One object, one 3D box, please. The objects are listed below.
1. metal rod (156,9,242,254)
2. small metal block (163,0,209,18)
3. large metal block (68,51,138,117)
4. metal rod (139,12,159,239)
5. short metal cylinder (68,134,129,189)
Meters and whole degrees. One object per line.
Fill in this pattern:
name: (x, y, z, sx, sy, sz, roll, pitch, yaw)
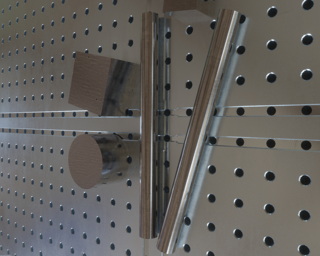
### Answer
metal rod: (0.043, 0.013, 0.372, 0.025, 0.025, 0.298, 23, 104, 37)
small metal block: (0.033, -0.166, 0.380, 0.050, 0.025, 0.050, 12, 98, 39)
large metal block: (-0.087, -0.066, 0.462, 0.080, 0.050, 0.079, 20, 102, 38)
metal rod: (-0.015, -0.003, 0.419, 0.025, 0.025, 0.298, 1, 90, 39)
short metal cylinder: (-0.093, 0.048, 0.468, 0.080, 0.050, 0.079, 0, 90, 39)
